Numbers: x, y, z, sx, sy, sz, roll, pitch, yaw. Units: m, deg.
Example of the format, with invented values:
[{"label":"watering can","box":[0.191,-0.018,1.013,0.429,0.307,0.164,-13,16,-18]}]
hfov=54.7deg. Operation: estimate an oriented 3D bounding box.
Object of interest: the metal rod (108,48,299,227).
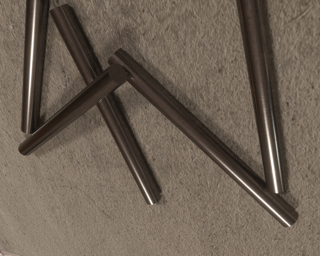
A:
[{"label":"metal rod","box":[0.055,0.013,0.385,0.300,0.025,0.025,43,129,-2]}]

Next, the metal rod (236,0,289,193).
[{"label":"metal rod","box":[0.102,-0.060,0.315,0.025,0.025,0.298,-3,117,29]}]

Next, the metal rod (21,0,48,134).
[{"label":"metal rod","box":[-0.175,-0.107,0.429,0.025,0.025,0.298,29,128,9]}]

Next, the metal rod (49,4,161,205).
[{"label":"metal rod","box":[-0.067,-0.018,0.428,0.025,0.025,0.299,-11,113,32]}]

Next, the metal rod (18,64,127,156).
[{"label":"metal rod","box":[-0.144,-0.012,0.451,0.299,0.025,0.025,-27,104,44]}]
